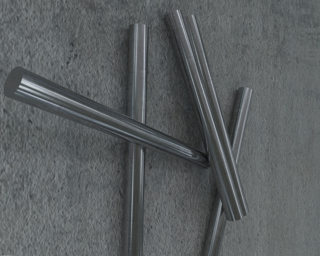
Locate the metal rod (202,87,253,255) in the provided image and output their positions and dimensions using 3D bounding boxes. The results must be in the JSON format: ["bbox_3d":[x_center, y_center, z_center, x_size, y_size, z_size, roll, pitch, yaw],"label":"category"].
[{"bbox_3d":[0.108,0.077,0.494,0.025,0.025,0.299,24,75,-38],"label":"metal rod"}]

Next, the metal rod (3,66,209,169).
[{"bbox_3d":[-0.022,0.007,0.347,0.301,0.025,0.025,25,74,-50],"label":"metal rod"}]

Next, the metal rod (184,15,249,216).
[{"bbox_3d":[0.081,-0.013,0.453,0.025,0.025,0.298,-22,98,-38],"label":"metal rod"}]

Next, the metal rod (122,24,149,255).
[{"bbox_3d":[-0.030,0.025,0.379,0.025,0.025,0.298,2,89,-40],"label":"metal rod"}]

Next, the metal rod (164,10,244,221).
[{"bbox_3d":[0.063,-0.013,0.432,0.025,0.025,0.298,-22,96,-38],"label":"metal rod"}]
